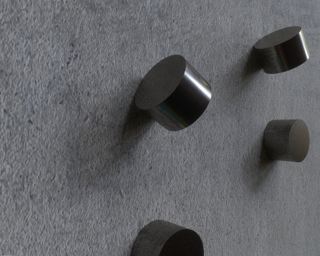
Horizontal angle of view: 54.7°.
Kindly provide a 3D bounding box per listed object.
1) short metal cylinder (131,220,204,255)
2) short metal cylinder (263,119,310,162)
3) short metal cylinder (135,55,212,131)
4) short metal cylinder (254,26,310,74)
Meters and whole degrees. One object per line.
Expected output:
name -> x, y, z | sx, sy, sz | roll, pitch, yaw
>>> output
short metal cylinder -> 0.010, 0.164, 0.397 | 0.081, 0.050, 0.080 | 0, 90, -40
short metal cylinder -> 0.242, 0.024, 0.591 | 0.081, 0.050, 0.080 | 0, 90, -40
short metal cylinder -> 0.016, -0.043, 0.382 | 0.050, 0.080, 0.080 | 38, 67, -34
short metal cylinder -> 0.215, -0.138, 0.549 | 0.080, 0.080, 0.050 | -44, 117, -31
